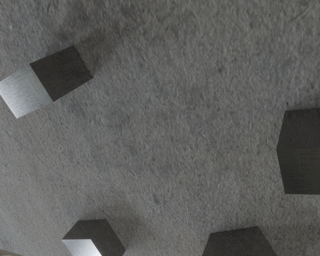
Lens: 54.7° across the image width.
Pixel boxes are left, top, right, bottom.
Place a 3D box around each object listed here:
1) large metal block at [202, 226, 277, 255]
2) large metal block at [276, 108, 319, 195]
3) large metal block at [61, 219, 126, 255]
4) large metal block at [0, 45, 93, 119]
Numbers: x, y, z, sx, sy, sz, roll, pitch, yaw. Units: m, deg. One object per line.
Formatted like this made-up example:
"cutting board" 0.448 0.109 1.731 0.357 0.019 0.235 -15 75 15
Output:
"large metal block" 0.120 0.195 0.448 0.080 0.050 0.080 -25 105 36
"large metal block" 0.163 0.019 0.297 0.080 0.080 0.050 -5 116 30
"large metal block" -0.126 0.224 0.593 0.080 0.050 0.080 -15 111 33
"large metal block" -0.152 -0.062 0.411 0.080 0.080 0.050 -16 110 34
